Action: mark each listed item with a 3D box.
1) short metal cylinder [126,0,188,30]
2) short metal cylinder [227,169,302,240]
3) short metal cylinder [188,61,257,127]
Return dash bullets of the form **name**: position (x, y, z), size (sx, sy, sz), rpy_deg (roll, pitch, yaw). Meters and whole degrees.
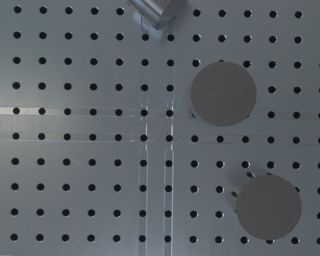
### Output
- **short metal cylinder**: position (0.003, -0.170, 0.386), size (0.050, 0.080, 0.080), rpy_deg (42, 90, 0)
- **short metal cylinder**: position (0.133, 0.097, 0.402), size (0.081, 0.050, 0.079), rpy_deg (0, 90, 0)
- **short metal cylinder**: position (0.078, -0.041, 0.401), size (0.081, 0.050, 0.079), rpy_deg (0, 90, 0)
